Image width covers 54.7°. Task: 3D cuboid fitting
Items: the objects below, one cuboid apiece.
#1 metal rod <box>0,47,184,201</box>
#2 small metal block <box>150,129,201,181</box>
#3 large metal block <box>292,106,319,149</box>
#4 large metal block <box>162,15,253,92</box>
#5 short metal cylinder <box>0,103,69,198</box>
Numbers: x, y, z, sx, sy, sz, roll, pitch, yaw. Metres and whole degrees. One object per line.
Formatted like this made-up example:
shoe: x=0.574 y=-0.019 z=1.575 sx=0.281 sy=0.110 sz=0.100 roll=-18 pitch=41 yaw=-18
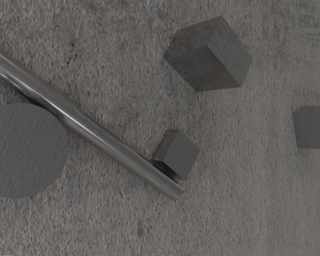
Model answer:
metal rod: x=-0.074 y=0.005 z=0.342 sx=0.301 sy=0.025 sz=0.025 roll=41 pitch=65 yaw=-32
small metal block: x=0.022 y=0.037 z=0.423 sx=0.050 sy=0.025 sz=0.050 roll=44 pitch=64 yaw=-31
large metal block: x=0.332 y=-0.002 z=0.647 sx=0.050 sy=0.080 sz=0.080 roll=-23 pitch=105 yaw=-38
large metal block: x=0.066 y=-0.096 z=0.423 sx=0.080 sy=0.080 sz=0.050 roll=40 pitch=66 yaw=-33
short metal cylinder: x=-0.131 y=0.019 z=0.278 sx=0.081 sy=0.050 sz=0.080 roll=0 pitch=90 yaw=-40
